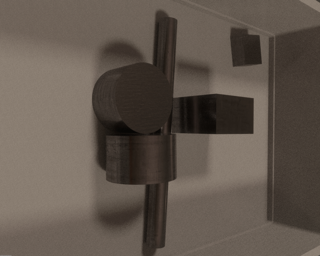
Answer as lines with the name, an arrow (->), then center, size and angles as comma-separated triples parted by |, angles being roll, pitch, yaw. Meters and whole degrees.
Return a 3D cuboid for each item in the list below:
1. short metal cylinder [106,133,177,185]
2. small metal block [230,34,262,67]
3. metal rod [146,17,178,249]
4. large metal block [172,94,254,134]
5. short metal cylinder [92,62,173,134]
short metal cylinder -> -0.021, 0.032, 0.355 | 0.081, 0.080, 0.050 | -2, 91, -40
small metal block -> 0.149, -0.133, 0.534 | 0.050, 0.025, 0.050 | -12, 98, -40
metal rod -> 0.003, 0.004, 0.410 | 0.025, 0.025, 0.298 | 5, 87, -40
large metal block -> 0.074, -0.017, 0.435 | 0.081, 0.080, 0.050 | 1, 90, -40
short metal cylinder -> -0.032, -0.034, 0.365 | 0.081, 0.050, 0.079 | 0, 90, -40
